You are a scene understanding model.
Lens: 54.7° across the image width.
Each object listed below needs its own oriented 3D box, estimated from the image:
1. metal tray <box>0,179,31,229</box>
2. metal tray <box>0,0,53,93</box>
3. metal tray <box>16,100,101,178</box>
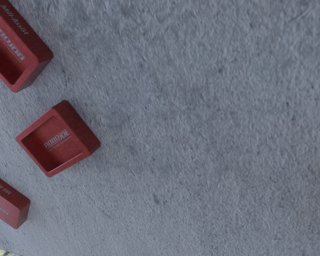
[{"bbox_3d":[-0.352,0.156,0.682,0.130,0.030,0.089,33,129,6],"label":"metal tray"},{"bbox_3d":[-0.224,-0.126,0.440,0.090,0.030,0.130,-33,101,38],"label":"metal tray"},{"bbox_3d":[-0.168,0.022,0.502,0.130,0.030,0.090,-28,104,37],"label":"metal tray"}]
